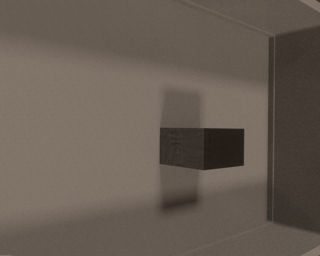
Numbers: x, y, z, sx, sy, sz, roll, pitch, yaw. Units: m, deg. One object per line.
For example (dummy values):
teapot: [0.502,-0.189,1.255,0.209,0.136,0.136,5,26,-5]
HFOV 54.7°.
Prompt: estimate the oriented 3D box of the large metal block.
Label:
large metal block: [0.056,0.025,0.421,0.081,0.080,0.050,1,90,-40]
